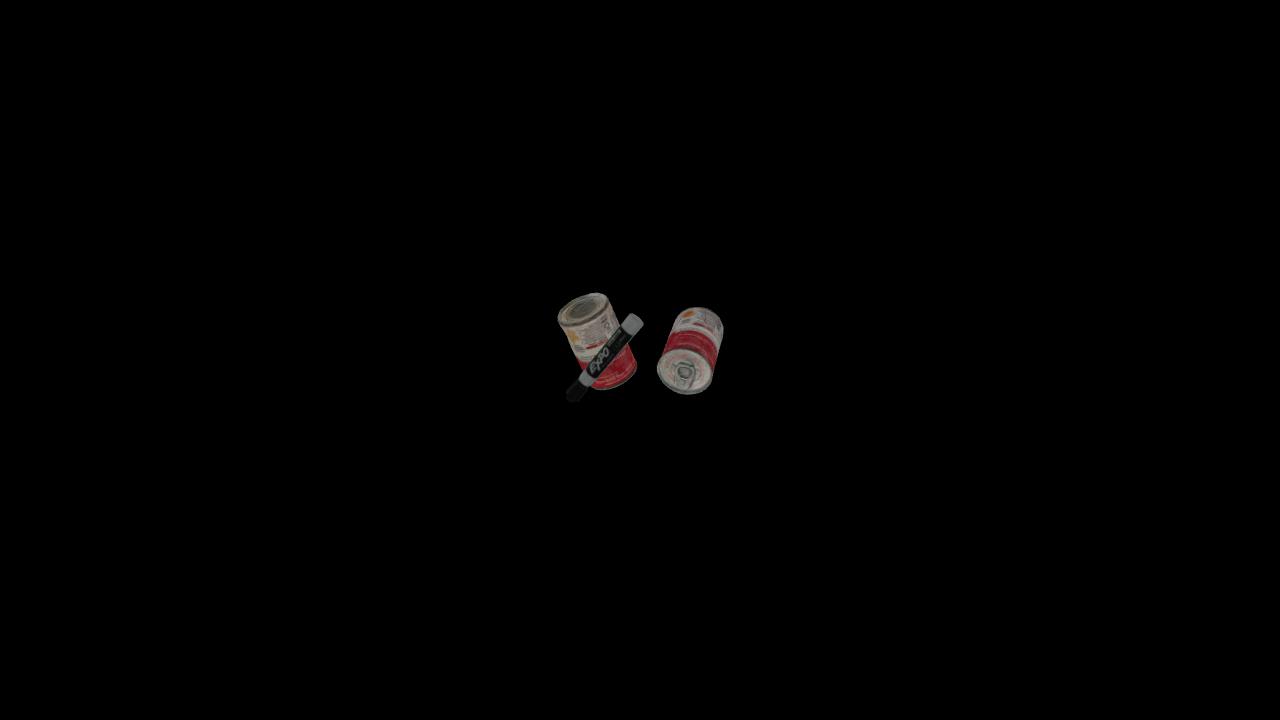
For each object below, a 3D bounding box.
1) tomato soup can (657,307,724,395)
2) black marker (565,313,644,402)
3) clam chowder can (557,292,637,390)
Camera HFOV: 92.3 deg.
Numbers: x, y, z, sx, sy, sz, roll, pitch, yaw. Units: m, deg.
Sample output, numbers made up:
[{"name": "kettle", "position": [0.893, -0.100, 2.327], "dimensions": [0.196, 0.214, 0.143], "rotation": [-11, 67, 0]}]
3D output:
[{"name": "tomato soup can", "position": [0.065, -0.014, 0.765], "dimensions": [0.068, 0.068, 0.101], "rotation": [0, 36, 18]}, {"name": "black marker", "position": [-0.040, 0.001, 0.651], "dimensions": [0.020, 0.121, 0.020], "rotation": [35, 20, -15]}, {"name": "clam chowder can", "position": [-0.052, -0.023, 0.755], "dimensions": [0.068, 0.102, 0.068], "rotation": [-16, 33, 11]}]
